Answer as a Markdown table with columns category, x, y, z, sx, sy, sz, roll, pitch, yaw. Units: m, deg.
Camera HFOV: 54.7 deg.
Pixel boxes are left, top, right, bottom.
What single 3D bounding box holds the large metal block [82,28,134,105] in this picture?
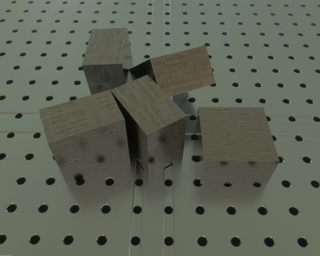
| category | x | y | z | sx | sy | sz | roll | pitch | yaw |
| --- | --- | --- | --- | --- | --- | --- | --- | --- | --- |
| large metal block | -0.069 | -0.084 | 0.440 | 0.050 | 0.080 | 0.080 | -1 | 50 | 3 |

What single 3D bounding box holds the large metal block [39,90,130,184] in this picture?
| category | x | y | z | sx | sy | sz | roll | pitch | yaw |
| --- | --- | --- | --- | --- | --- | --- | --- | --- | --- |
| large metal block | -0.084 | 0.011 | 0.362 | 0.081 | 0.080 | 0.050 | -19 | 53 | -15 |

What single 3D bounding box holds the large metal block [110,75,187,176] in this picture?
| category | x | y | z | sx | sy | sz | roll | pitch | yaw |
| --- | --- | --- | --- | --- | --- | --- | --- | --- | --- |
| large metal block | -0.014 | -0.003 | 0.374 | 0.050 | 0.080 | 0.080 | -27 | 55 | -21 |

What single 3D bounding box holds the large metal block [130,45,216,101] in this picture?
| category | x | y | z | sx | sy | sz | roll | pitch | yaw |
| --- | --- | --- | --- | --- | --- | --- | --- | --- | --- |
| large metal block | 0.014 | -0.070 | 0.419 | 0.081 | 0.050 | 0.080 | -19 | 8 | -22 |

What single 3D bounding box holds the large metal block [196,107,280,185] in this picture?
| category | x | y | z | sx | sy | sz | roll | pitch | yaw |
| --- | --- | --- | --- | --- | --- | --- | --- | --- | --- |
| large metal block | 0.087 | 0.021 | 0.375 | 0.081 | 0.050 | 0.080 | 0 | 50 | -1 |
